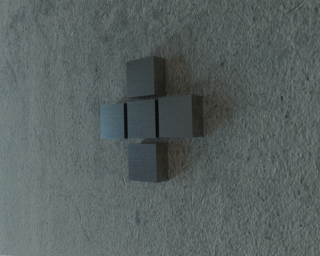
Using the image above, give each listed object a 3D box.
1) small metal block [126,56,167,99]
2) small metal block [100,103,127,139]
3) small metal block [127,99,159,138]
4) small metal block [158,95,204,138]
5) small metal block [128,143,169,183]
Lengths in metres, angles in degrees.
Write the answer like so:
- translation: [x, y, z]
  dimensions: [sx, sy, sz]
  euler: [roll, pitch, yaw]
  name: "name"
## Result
- translation: [-0.019, -0.067, 0.420]
  dimensions: [0.050, 0.025, 0.050]
  euler: [-2, 89, 39]
  name: "small metal block"
- translation: [-0.061, -0.009, 0.455]
  dimensions: [0.050, 0.025, 0.050]
  euler: [-2, 89, 39]
  name: "small metal block"
- translation: [-0.017, -0.011, 0.419]
  dimensions: [0.050, 0.025, 0.050]
  euler: [-2, 89, 39]
  name: "small metal block"
- translation: [0.026, -0.013, 0.384]
  dimensions: [0.050, 0.025, 0.050]
  euler: [-2, 89, 39]
  name: "small metal block"
- translation: [-0.016, 0.046, 0.418]
  dimensions: [0.050, 0.025, 0.050]
  euler: [-3, 88, 39]
  name: "small metal block"
